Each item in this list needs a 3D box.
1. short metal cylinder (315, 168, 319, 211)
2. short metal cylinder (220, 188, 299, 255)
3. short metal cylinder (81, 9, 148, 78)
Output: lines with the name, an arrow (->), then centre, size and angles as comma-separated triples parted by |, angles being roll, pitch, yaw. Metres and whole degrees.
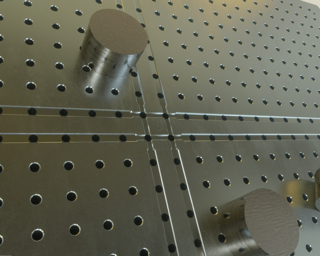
short metal cylinder -> 0.277, 0.095, 0.464 | 0.080, 0.080, 0.050 | 28, 52, -11
short metal cylinder -> 0.122, 0.121, 0.384 | 0.081, 0.050, 0.080 | 14, 56, -21
short metal cylinder -> -0.064, -0.117, 0.429 | 0.081, 0.050, 0.080 | 14, 56, -21
